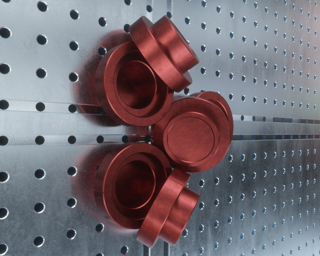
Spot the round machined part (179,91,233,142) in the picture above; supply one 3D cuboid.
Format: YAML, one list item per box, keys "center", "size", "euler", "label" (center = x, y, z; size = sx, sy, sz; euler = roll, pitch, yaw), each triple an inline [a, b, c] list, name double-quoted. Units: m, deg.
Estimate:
- center: [0.058, -0.003, 0.445]
  size: [0.099, 0.042, 0.097]
  euler: [0, 90, -40]
  label: "round machined part"

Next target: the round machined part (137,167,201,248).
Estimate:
- center: [0.015, 0.100, 0.372]
  size: [0.042, 0.098, 0.098]
  euler: [28, 71, 11]
  label: "round machined part"

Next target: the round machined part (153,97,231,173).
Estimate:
- center: [0.039, 0.010, 0.390]
  size: [0.042, 0.098, 0.097]
  euler: [-56, 136, -77]
  label: "round machined part"

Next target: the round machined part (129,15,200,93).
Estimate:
- center: [0.011, -0.094, 0.370]
  size: [0.098, 0.042, 0.098]
  euler: [49, 17, -20]
  label: "round machined part"

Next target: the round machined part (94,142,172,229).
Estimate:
- center: [-0.035, 0.065, 0.368]
  size: [0.099, 0.042, 0.097]
  euler: [0, 90, -40]
  label: "round machined part"

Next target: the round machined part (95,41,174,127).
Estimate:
- center: [-0.033, -0.050, 0.368]
  size: [0.099, 0.042, 0.097]
  euler: [0, 90, -40]
  label: "round machined part"
